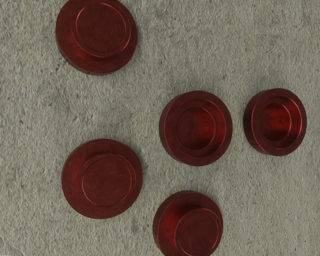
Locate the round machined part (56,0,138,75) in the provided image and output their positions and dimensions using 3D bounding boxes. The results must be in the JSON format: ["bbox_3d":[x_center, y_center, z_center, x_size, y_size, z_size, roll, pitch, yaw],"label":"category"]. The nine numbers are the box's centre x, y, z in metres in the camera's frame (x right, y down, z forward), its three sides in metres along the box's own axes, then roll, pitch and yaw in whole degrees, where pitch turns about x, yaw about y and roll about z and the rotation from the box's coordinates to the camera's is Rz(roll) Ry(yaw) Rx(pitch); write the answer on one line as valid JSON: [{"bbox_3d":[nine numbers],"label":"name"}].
[{"bbox_3d":[-0.074,-0.114,0.373,0.099,0.042,0.097,0,90,-20],"label":"round machined part"}]

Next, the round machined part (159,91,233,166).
[{"bbox_3d":[0.044,0.000,0.416,0.099,0.042,0.097,0,90,-20],"label":"round machined part"}]

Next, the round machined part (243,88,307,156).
[{"bbox_3d":[0.164,-0.008,0.460,0.099,0.042,0.097,0,90,-20],"label":"round machined part"}]

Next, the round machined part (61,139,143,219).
[{"bbox_3d":[-0.067,0.062,0.375,0.099,0.042,0.097,0,90,-20],"label":"round machined part"}]

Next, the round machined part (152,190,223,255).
[{"bbox_3d":[0.043,0.136,0.416,0.099,0.042,0.097,0,90,-20],"label":"round machined part"}]
